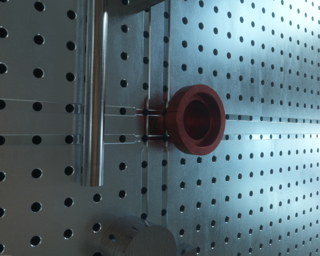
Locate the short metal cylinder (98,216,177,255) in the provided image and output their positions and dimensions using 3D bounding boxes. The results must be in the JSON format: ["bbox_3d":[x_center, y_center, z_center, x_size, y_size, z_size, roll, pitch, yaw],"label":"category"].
[{"bbox_3d":[-0.026,0.151,0.373,0.081,0.050,0.079,0,90,-40],"label":"short metal cylinder"}]

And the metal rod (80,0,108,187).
[{"bbox_3d":[-0.073,-0.086,0.349,0.025,0.025,0.298,2,89,-40],"label":"metal rod"}]

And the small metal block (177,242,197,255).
[{"bbox_3d":[0.026,0.197,0.434,0.050,0.025,0.050,-7,95,-40],"label":"small metal block"}]

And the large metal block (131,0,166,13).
[{"bbox_3d":[0.009,-0.194,0.382,0.080,0.080,0.050,-47,119,-30],"label":"large metal block"}]

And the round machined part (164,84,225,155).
[{"bbox_3d":[0.045,-0.011,0.438,0.099,0.042,0.097,0,90,-40],"label":"round machined part"}]
